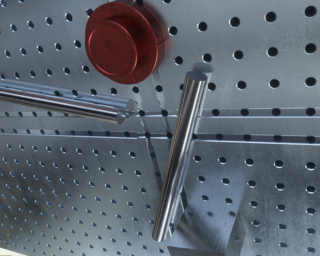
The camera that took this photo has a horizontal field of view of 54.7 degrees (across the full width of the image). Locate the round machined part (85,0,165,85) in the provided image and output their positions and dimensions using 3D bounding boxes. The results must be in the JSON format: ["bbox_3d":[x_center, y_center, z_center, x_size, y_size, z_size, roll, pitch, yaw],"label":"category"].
[{"bbox_3d":[-0.048,-0.096,0.364,0.098,0.042,0.097,13,124,20],"label":"round machined part"}]

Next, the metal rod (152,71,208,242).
[{"bbox_3d":[0.020,0.061,0.436,0.025,0.025,0.298,21,126,15],"label":"metal rod"}]

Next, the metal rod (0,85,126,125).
[{"bbox_3d":[-0.191,-0.044,0.482,0.301,0.025,0.025,11,123,21],"label":"metal rod"}]

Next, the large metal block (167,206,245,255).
[{"bbox_3d":[0.068,0.158,0.437,0.080,0.080,0.050,-5,116,30],"label":"large metal block"}]
